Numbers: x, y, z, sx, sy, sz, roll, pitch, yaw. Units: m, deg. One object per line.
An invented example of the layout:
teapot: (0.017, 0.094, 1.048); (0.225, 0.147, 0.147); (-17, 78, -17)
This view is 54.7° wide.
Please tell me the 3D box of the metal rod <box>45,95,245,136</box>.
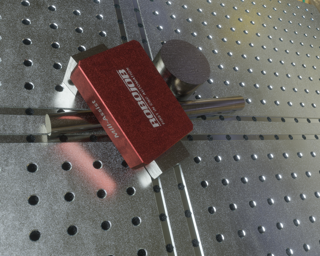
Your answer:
metal rod: (0.002, -0.022, 0.425); (0.303, 0.025, 0.025); (-8, 66, -32)

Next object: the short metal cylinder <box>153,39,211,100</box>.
short metal cylinder: (0.027, -0.083, 0.458); (0.081, 0.050, 0.080); (14, 56, -21)

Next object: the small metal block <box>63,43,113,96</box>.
small metal block: (-0.089, -0.073, 0.389); (0.025, 0.050, 0.050); (49, 51, 6)

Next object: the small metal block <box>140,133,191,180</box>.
small metal block: (0.002, 0.029, 0.391); (0.050, 0.025, 0.050); (-26, 76, -37)

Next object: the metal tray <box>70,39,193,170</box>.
metal tray: (-0.029, -0.030, 0.359); (0.091, 0.030, 0.130); (-35, 93, -38)
